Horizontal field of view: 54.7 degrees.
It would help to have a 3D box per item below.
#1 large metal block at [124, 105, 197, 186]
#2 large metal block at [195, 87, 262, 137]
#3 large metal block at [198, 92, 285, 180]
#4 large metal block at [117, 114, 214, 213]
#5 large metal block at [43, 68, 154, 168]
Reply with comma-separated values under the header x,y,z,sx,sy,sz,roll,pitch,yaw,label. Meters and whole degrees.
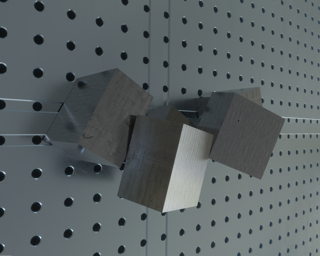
x,y,z,sx,sy,sz,roll,pitch,yaw,label
0.008,0.027,0.401,0.080,0.050,0.080,39,66,-33,large metal block
0.107,-0.014,0.465,0.050,0.080,0.079,-21,104,-38,large metal block
0.094,0.008,0.384,0.080,0.050,0.080,23,88,-22,large metal block
0.009,0.036,0.317,0.080,0.050,0.080,17,86,-60,large metal block
-0.064,-0.010,0.320,0.050,0.080,0.080,37,67,-34,large metal block
